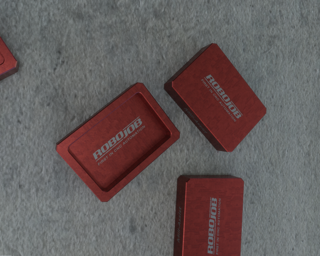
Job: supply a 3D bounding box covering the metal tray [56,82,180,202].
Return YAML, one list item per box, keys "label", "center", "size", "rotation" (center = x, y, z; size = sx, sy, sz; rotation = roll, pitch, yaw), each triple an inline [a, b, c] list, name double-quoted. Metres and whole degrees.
- label: "metal tray"
  center: [-0.050, 0.016, 0.388]
  size: [0.130, 0.030, 0.090]
  rotation: [-41, 103, -16]

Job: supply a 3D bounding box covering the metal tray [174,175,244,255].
- label: "metal tray"
  center: [0.068, 0.133, 0.433]
  size: [0.091, 0.030, 0.129]
  rotation: [3, 89, -21]

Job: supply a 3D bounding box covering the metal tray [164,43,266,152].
- label: "metal tray"
  center: [0.080, -0.041, 0.437]
  size: [0.090, 0.030, 0.130]
  rotation: [-45, 105, -15]

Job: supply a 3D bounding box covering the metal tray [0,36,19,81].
- label: "metal tray"
  center: [-0.231, -0.071, 0.320]
  size: [0.131, 0.030, 0.090]
  rotation: [-34, 101, -17]
